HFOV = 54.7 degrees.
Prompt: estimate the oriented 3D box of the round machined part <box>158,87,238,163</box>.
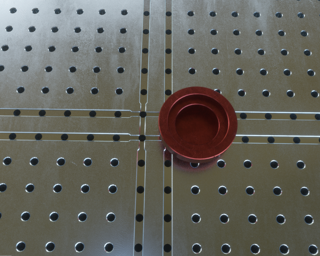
[{"bbox_3d":[0.047,-0.001,0.404,0.099,0.042,0.098,0,70,-1],"label":"round machined part"}]
